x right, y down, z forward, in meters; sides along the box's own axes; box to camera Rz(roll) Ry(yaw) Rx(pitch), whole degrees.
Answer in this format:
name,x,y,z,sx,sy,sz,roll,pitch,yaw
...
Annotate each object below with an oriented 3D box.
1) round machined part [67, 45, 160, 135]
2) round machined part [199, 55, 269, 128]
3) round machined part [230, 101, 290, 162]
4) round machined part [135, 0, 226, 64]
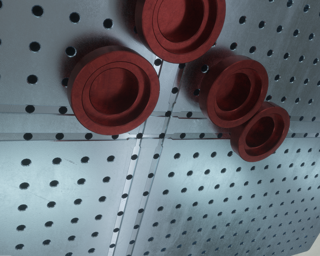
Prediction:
name,x,y,z,sx,sy,sz,roll,pitch,yaw
round machined part,-0.053,-0.044,0.345,0.099,0.042,0.097,-14,125,-21
round machined part,0.095,-0.052,0.422,0.099,0.042,0.097,-14,125,-21
round machined part,0.151,0.002,0.486,0.099,0.042,0.097,-14,125,-21
round machined part,0.019,-0.123,0.335,0.099,0.042,0.097,-14,125,-21
